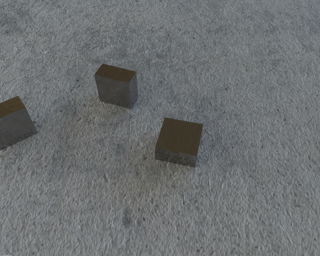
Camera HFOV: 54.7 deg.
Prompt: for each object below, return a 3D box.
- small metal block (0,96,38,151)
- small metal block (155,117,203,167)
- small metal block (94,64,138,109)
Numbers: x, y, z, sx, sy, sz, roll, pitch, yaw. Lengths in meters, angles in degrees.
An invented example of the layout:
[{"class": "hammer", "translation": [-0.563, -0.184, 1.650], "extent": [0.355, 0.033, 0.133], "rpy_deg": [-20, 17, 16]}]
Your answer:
[{"class": "small metal block", "translation": [-0.190, -0.006, 0.390], "extent": [0.050, 0.050, 0.025], "rpy_deg": [-29, 56, -22]}, {"class": "small metal block", "translation": [0.025, 0.017, 0.389], "extent": [0.050, 0.025, 0.050], "rpy_deg": [11, 51, 8]}, {"class": "small metal block", "translation": [-0.060, -0.058, 0.435], "extent": [0.050, 0.050, 0.025], "rpy_deg": [16, 52, 12]}]
